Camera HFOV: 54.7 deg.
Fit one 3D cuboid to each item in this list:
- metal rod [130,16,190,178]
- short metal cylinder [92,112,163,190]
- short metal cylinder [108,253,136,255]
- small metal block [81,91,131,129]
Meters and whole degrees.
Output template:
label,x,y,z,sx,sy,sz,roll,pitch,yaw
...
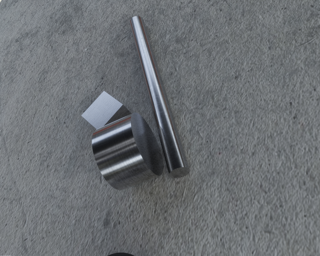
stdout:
label,x,y,z,sx,sy,sz,roll,pitch,yaw
metal rod,-0.009,-0.065,0.446,0.025,0.025,0.299,-25,53,13
short metal cylinder,-0.037,0.028,0.369,0.050,0.080,0.080,-23,53,14
short metal cylinder,-0.030,0.167,0.300,0.080,0.050,0.080,-13,56,20
small metal block,-0.079,-0.020,0.456,0.050,0.025,0.050,-49,52,-7
